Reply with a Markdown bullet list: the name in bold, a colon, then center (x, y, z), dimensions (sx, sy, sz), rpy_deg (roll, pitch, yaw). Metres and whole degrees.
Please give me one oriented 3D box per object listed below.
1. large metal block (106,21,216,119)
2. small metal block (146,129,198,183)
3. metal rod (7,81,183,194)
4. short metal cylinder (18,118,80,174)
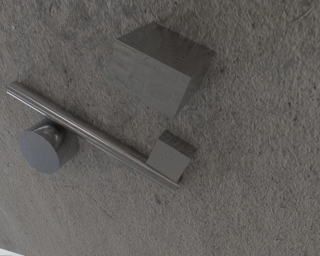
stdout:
- **large metal block**: center (0.003, -0.065, 0.330), dimensions (0.080, 0.080, 0.050), rpy_deg (29, 128, 9)
- **small metal block**: center (0.015, 0.038, 0.423), dimensions (0.050, 0.025, 0.050), rpy_deg (32, 129, 7)
- **metal rod**: center (-0.103, 0.010, 0.467), dimensions (0.301, 0.025, 0.025), rpy_deg (30, 128, 9)
- **short metal cylinder**: center (-0.180, 0.027, 0.502), dimensions (0.080, 0.050, 0.079), rpy_deg (13, 124, 21)
